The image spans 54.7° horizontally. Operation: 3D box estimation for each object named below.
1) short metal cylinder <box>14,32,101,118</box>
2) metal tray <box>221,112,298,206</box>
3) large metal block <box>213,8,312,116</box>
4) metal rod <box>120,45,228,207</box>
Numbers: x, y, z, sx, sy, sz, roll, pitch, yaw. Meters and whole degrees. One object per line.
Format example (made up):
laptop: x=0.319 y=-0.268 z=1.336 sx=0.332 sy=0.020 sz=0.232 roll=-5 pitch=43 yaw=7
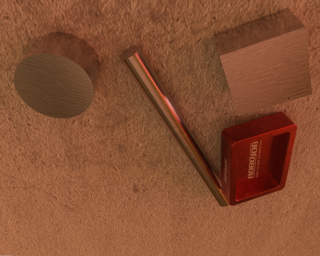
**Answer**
short metal cylinder: x=-0.109 y=-0.057 z=0.340 sx=0.081 sy=0.050 sz=0.079 roll=0 pitch=130 yaw=0
metal tray: x=0.133 y=0.047 z=0.430 sx=0.091 sy=0.030 sz=0.129 roll=-16 pitch=131 yaw=-8
large metal block: x=0.110 y=-0.069 z=0.334 sx=0.080 sy=0.050 sz=0.080 roll=-17 pitch=128 yaw=13
metal rod: x=0.037 y=0.018 z=0.423 sx=0.025 sy=0.025 sz=0.299 roll=-22 pitch=127 yaw=17
